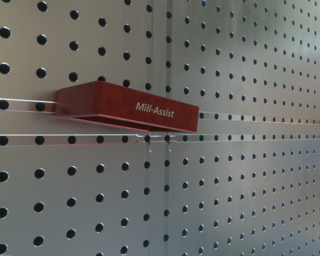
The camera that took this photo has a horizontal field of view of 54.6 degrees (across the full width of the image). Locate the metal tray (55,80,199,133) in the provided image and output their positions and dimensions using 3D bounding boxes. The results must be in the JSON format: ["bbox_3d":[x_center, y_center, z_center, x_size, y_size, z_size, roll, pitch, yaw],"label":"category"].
[{"bbox_3d":[-0.033,-0.018,0.338,0.131,0.090,0.030,10,84,-39],"label":"metal tray"}]
